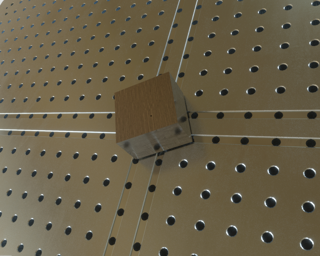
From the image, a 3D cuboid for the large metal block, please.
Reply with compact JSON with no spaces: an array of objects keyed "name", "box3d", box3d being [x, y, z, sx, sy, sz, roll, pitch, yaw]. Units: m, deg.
[{"name":"large metal block","box3d":[-0.010,-0.015,0.402,0.080,0.050,0.080,-19,55,17]}]
